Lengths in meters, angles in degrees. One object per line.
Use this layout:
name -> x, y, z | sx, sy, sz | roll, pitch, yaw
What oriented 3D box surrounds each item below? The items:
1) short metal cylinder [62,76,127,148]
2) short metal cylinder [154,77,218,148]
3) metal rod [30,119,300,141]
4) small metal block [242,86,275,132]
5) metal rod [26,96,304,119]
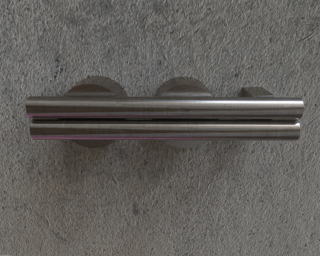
short metal cylinder -> -0.080, -0.021, 0.388 | 0.081, 0.050, 0.079 | 0, 110, 0
short metal cylinder -> 0.030, -0.021, 0.391 | 0.081, 0.050, 0.079 | 0, 110, 0
metal rod -> 0.006, 0.002, 0.358 | 0.302, 0.025, 0.025 | 0, 110, -1
small metal block -> 0.121, -0.022, 0.392 | 0.025, 0.050, 0.050 | -2, 110, 0
metal rod -> 0.006, -0.023, 0.349 | 0.302, 0.025, 0.025 | 0, 110, -1
